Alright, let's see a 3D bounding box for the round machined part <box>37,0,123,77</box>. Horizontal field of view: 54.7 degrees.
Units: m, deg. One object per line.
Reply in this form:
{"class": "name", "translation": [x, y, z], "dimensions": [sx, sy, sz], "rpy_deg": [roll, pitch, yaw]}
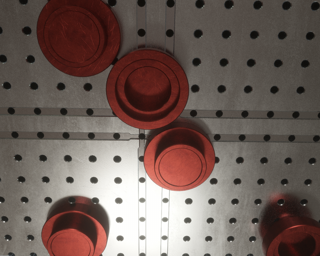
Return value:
{"class": "round machined part", "translation": [-0.095, -0.108, 0.363], "dimensions": [0.099, 0.042, 0.097], "rpy_deg": [0, 110, -1]}

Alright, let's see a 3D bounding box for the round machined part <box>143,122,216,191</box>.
{"class": "round machined part", "translation": [0.027, 0.044, 0.421], "dimensions": [0.099, 0.042, 0.097], "rpy_deg": [0, 110, -1]}

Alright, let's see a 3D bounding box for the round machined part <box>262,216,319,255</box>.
{"class": "round machined part", "translation": [0.204, 0.175, 0.472], "dimensions": [0.099, 0.042, 0.097], "rpy_deg": [0, 110, -1]}

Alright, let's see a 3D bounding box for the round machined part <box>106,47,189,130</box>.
{"class": "round machined part", "translation": [-0.015, -0.051, 0.386], "dimensions": [0.099, 0.042, 0.097], "rpy_deg": [0, 110, -1]}

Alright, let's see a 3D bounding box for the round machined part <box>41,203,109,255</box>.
{"class": "round machined part", "translation": [-0.128, 0.166, 0.464], "dimensions": [0.099, 0.042, 0.097], "rpy_deg": [0, 110, -1]}
